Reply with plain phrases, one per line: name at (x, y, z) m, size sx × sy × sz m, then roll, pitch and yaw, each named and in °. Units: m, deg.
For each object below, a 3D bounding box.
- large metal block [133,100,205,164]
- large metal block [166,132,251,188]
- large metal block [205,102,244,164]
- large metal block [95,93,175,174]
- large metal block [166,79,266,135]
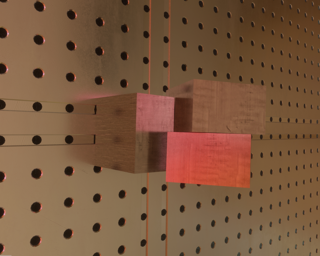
large metal block at (0.012, 0.005, 0.403) m, size 0.081 × 0.050 × 0.080 m, roll 3°, pitch 88°, yaw -40°
large metal block at (0.057, 0.031, 0.336) m, size 0.080 × 0.080 × 0.050 m, roll 8°, pitch 84°, yaw -73°
large metal block at (0.071, 0.008, 0.435) m, size 0.050 × 0.080 × 0.080 m, roll 5°, pitch 87°, yaw -40°
large metal block at (-0.031, 0.005, 0.350) m, size 0.050 × 0.080 × 0.079 m, roll 2°, pitch 89°, yaw -40°
large metal block at (0.057, -0.019, 0.340) m, size 0.081 × 0.080 × 0.050 m, roll 2°, pitch 88°, yaw -18°
